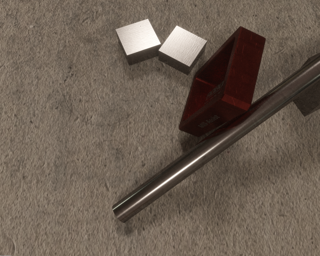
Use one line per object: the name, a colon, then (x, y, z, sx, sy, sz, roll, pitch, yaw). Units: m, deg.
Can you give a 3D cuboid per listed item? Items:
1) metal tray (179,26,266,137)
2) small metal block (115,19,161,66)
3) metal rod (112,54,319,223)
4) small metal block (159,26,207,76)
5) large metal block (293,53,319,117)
metal tray: (0.068, -0.047, 0.369, 0.030, 0.130, 0.090, 22, 71, -10)
small metal block: (-0.031, -0.125, 0.451, 0.050, 0.025, 0.050, -21, 67, -8)
metal rod: (0.071, 0.014, 0.361, 0.300, 0.025, 0.025, -37, 74, 4)
small metal block: (0.033, -0.113, 0.450, 0.050, 0.025, 0.050, 30, 72, 10)
large metal block: (0.225, -0.067, 0.406, 0.080, 0.080, 0.050, -26, 73, -9)
